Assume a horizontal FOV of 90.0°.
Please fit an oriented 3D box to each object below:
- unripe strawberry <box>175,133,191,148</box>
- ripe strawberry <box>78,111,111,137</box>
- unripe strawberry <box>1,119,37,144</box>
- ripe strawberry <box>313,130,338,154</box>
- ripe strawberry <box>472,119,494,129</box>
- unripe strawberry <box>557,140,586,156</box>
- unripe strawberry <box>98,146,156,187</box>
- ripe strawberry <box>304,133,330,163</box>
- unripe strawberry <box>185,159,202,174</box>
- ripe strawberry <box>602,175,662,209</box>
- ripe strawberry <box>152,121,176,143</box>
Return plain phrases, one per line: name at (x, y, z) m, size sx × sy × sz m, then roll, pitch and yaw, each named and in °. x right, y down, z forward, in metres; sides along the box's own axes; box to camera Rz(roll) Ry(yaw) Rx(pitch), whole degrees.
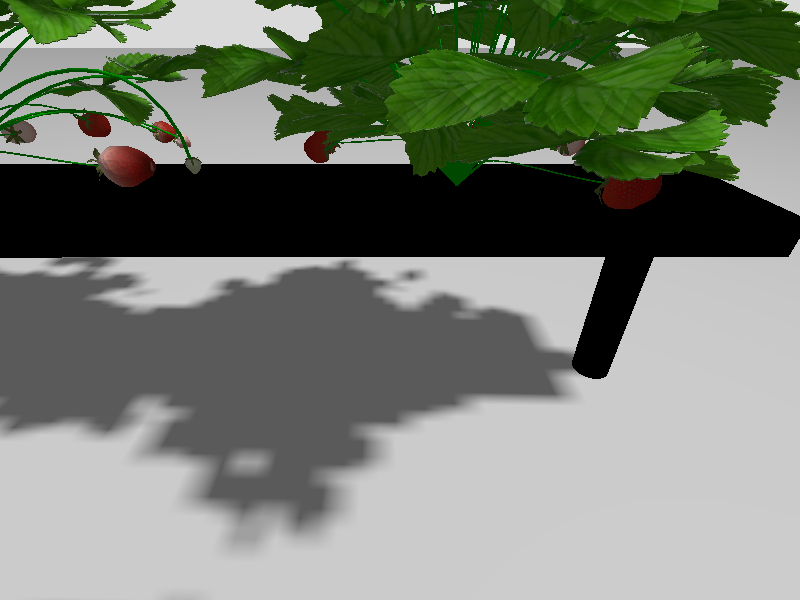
unripe strawberry at (-0.250, -0.183, 0.464) m, size 0.015 × 0.016 × 0.016 m, roll 31°, pitch 8°, yaw 38°
ripe strawberry at (-0.381, -0.220, 0.504) m, size 0.034 × 0.030 × 0.034 m, roll 3°, pitch 5°, yaw 5°
unripe strawberry at (-0.453, -0.201, 0.477) m, size 0.032 × 0.027 × 0.032 m, roll -10°, pitch 35°, yaw -15°
ripe strawberry at (-0.083, -0.173, 0.435) m, size 0.028 × 0.028 × 0.031 m, roll 24°, pitch 40°, yaw 32°
ripe strawberry at (0.104, -0.203, 0.477) m, size 0.035 × 0.032 × 0.032 m, roll 11°, pitch 35°, yaw 15°
unripe strawberry at (0.185, -0.171, 0.428) m, size 0.032 × 0.033 × 0.029 m, roll -22°, pitch 40°, yaw -30°
unripe strawberry at (-0.230, -0.114, 0.340) m, size 0.039 × 0.033 × 0.039 m, roll 1°, pitch 34°, yaw 1°
ripe strawberry at (-0.084, -0.155, 0.407) m, size 0.027 × 0.028 × 0.025 m, roll 16°, pitch 37°, yaw 24°
unripe strawberry at (-0.156, -0.101, 0.303) m, size 0.011 × 0.011 × 0.010 m, roll 5°, pitch 34°, yaw 8°
ripe strawberry at (0.169, -0.085, 0.292) m, size 0.038 × 0.040 × 0.035 m, roll 16°, pitch 37°, yaw 21°
ripe strawberry at (-0.281, -0.202, 0.481) m, size 0.027 × 0.024 × 0.024 m, roll 22°, pitch 33°, yaw 29°
